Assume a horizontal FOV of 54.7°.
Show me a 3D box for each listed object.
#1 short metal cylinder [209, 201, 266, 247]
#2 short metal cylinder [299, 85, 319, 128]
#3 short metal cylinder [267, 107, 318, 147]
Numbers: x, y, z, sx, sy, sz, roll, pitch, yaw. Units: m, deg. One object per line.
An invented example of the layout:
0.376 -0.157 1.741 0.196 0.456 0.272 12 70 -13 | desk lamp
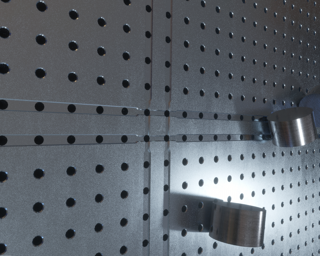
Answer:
0.118 0.144 0.472 0.081 0.080 0.050 12 82 -39 | short metal cylinder
0.349 -0.048 0.665 0.050 0.080 0.080 -35 112 -34 | short metal cylinder
0.247 -0.003 0.580 0.081 0.080 0.050 -27 107 -37 | short metal cylinder
